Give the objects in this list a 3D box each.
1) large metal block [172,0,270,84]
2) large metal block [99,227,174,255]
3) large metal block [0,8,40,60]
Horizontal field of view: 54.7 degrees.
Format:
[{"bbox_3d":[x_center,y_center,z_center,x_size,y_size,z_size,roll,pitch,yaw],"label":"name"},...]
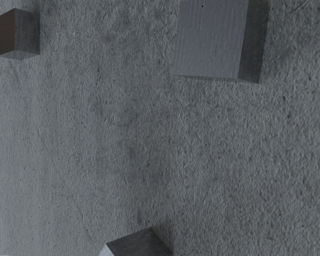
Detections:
[{"bbox_3d":[0.065,-0.093,0.335,0.080,0.050,0.079,11,97,39],"label":"large metal block"},{"bbox_3d":[-0.041,0.185,0.403,0.050,0.081,0.080,42,115,32],"label":"large metal block"},{"bbox_3d":[-0.287,-0.186,0.626,0.080,0.050,0.080,0,90,40],"label":"large metal block"}]
